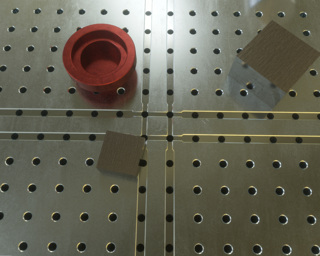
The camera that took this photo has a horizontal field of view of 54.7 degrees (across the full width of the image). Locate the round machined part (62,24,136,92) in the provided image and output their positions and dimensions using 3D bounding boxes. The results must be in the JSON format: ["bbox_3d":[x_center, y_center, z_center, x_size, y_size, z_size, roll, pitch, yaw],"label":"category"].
[{"bbox_3d":[-0.082,-0.094,0.436,0.099,0.042,0.098,0,70,0],"label":"round machined part"}]

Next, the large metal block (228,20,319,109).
[{"bbox_3d":[0.157,-0.088,0.432,0.080,0.050,0.080,41,75,13],"label":"large metal block"}]

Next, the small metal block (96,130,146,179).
[{"bbox_3d":[-0.049,0.035,0.399,0.050,0.025,0.050,11,70,4],"label":"small metal block"}]
